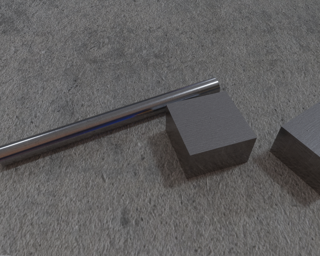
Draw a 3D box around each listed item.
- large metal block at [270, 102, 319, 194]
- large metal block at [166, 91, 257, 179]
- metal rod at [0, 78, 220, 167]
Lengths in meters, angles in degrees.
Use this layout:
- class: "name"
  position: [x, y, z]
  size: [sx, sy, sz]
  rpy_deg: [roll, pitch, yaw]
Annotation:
- class: "large metal block"
  position: [0.197, 0.021, 0.372]
  size: [0.081, 0.050, 0.080]
  rpy_deg: [-28, 56, -22]
- class: "large metal block"
  position: [0.058, 0.007, 0.382]
  size: [0.081, 0.050, 0.080]
  rpy_deg: [-14, 52, -12]
- class: "metal rod"
  position: [-0.055, -0.014, 0.413]
  size: [0.302, 0.025, 0.025]
  rpy_deg: [-20, 53, -16]
